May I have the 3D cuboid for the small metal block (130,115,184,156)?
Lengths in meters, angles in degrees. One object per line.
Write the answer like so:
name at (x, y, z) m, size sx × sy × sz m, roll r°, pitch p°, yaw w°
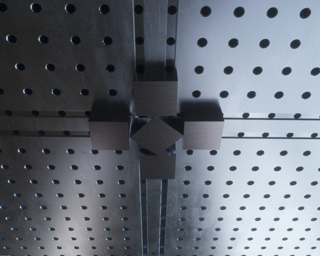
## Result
small metal block at (-0.004, 0.004, 0.414) m, size 0.050 × 0.025 × 0.050 m, roll 35°, pitch 122°, yaw -26°

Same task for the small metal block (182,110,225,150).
small metal block at (0.056, 0.003, 0.415) m, size 0.050 × 0.025 × 0.050 m, roll 0°, pitch 130°, yaw 0°

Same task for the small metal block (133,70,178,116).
small metal block at (-0.005, -0.042, 0.376) m, size 0.050 × 0.025 × 0.050 m, roll -1°, pitch 130°, yaw 0°

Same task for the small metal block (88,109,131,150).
small metal block at (-0.065, 0.003, 0.413) m, size 0.050 × 0.025 × 0.050 m, roll 1°, pitch 130°, yaw -2°

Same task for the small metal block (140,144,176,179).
small metal block at (-0.003, 0.049, 0.453) m, size 0.050 × 0.025 × 0.050 m, roll 0°, pitch 130°, yaw -1°
